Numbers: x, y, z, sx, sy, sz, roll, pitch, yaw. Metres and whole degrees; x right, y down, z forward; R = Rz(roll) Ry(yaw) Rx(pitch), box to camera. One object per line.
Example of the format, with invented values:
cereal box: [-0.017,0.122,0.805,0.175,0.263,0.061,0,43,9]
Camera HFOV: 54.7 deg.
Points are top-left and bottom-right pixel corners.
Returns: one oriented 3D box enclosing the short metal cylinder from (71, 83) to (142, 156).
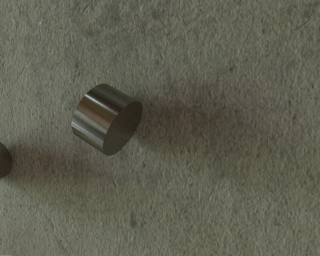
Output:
short metal cylinder: [-0.067,-0.011,0.402,0.050,0.080,0.080,31,100,17]

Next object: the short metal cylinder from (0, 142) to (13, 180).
short metal cylinder: [-0.279,0.055,0.476,0.050,0.080,0.080,-35,79,16]
